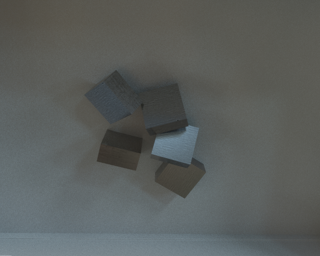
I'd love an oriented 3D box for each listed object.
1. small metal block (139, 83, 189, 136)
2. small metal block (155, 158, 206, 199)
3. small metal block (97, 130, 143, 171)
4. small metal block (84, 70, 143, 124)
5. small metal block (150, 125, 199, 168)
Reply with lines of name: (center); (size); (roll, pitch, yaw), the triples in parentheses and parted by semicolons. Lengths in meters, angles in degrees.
small metal block: (0.005, -0.023, 0.388); (0.050, 0.025, 0.050); (-14, 67, 4)
small metal block: (0.028, 0.063, 0.435); (0.050, 0.025, 0.050); (32, 107, -12)
small metal block: (-0.051, 0.028, 0.408); (0.050, 0.050, 0.025); (15, 109, -6)
small metal block: (-0.058, -0.037, 0.383); (0.050, 0.025, 0.050); (-20, 115, 49)
small metal block: (0.019, 0.020, 0.403); (0.050, 0.025, 0.050); (16, 71, 0)
